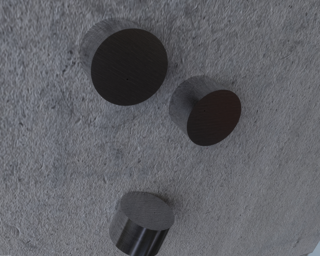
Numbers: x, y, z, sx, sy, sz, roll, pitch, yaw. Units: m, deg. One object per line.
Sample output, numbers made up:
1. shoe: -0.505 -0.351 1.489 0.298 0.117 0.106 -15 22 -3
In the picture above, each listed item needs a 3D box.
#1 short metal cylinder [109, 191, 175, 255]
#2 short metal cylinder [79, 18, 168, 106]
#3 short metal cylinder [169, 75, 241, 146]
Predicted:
1. short metal cylinder: -0.026 0.135 0.441 0.081 0.080 0.050 10 114 -33
2. short metal cylinder: -0.039 -0.070 0.326 0.081 0.050 0.079 -14 124 -21
3. short metal cylinder: 0.059 -0.023 0.408 0.081 0.050 0.079 -14 124 -21
